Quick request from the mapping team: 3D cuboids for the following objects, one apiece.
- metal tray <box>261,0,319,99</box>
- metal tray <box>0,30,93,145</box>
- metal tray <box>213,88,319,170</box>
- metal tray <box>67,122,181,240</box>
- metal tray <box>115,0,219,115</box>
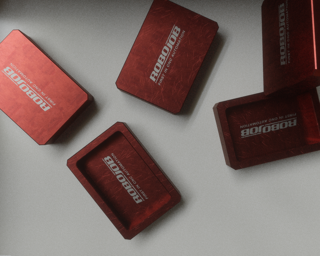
[{"bbox_3d":[0.157,-0.107,0.357,0.030,0.090,0.129,5,79,-14],"label":"metal tray"},{"bbox_3d":[-0.166,-0.052,0.407,0.130,0.030,0.090,43,90,-1],"label":"metal tray"},{"bbox_3d":[0.145,-0.003,0.410,0.131,0.030,0.089,-13,90,-1],"label":"metal tray"},{"bbox_3d":[-0.046,0.067,0.408,0.090,0.030,0.130,-38,91,-1],"label":"metal tray"},{"bbox_3d":[0.009,-0.093,0.409,0.090,0.030,0.129,25,90,-1],"label":"metal tray"}]
